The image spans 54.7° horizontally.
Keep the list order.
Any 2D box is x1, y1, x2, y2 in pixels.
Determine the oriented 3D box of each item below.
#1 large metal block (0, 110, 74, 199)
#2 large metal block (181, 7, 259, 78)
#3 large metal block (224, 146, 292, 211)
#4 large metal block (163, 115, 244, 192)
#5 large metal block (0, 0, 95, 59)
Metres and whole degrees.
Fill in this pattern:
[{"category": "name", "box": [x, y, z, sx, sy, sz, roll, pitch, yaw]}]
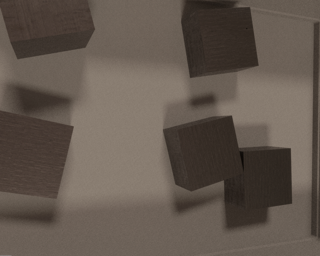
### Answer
[{"category": "large metal block", "box": [-0.147, 0.028, 0.343, 0.081, 0.050, 0.080, 14, 85, -20]}, {"category": "large metal block", "box": [0.082, -0.117, 0.429, 0.081, 0.050, 0.079, -11, 94, -20]}, {"category": "large metal block", "box": [0.142, 0.070, 0.451, 0.081, 0.050, 0.079, -2, 91, -21]}, {"category": "large metal block", "box": [0.058, 0.031, 0.420, 0.081, 0.050, 0.080, -14, 95, -20]}, {"category": "large metal block", "box": [-0.122, -0.114, 0.336, 0.081, 0.080, 0.050, -16, 96, -20]}]
